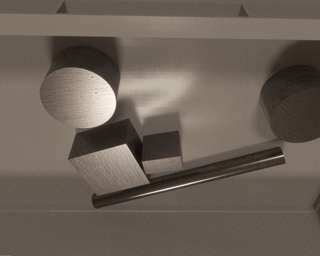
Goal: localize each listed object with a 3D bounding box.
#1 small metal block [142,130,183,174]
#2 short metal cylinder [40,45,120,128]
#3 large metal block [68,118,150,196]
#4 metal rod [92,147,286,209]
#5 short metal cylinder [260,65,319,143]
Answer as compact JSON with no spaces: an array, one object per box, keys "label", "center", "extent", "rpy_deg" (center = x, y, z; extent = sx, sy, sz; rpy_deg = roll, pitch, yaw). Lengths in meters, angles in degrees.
[{"label":"small metal block","center":[0.004,0.033,0.421],"extent":[0.050,0.050,0.025],"rpy_deg":[-9,130,7]},{"label":"short metal cylinder","center":[-0.088,-0.046,0.352],"extent":[0.081,0.050,0.079],"rpy_deg":[0,130,0]},{"label":"large metal block","center":[-0.065,0.042,0.427],"extent":[0.080,0.050,0.080],"rpy_deg":[-16,129,12]},{"label":"metal rod","center":[0.035,0.080,0.477],"extent":[0.301,0.025,0.025],"rpy_deg":[-16,129,12]},{"label":"short metal cylinder","center":[0.167,-0.028,0.371],"extent":[0.081,0.050,0.079],"rpy_deg":[0,130,0]}]
